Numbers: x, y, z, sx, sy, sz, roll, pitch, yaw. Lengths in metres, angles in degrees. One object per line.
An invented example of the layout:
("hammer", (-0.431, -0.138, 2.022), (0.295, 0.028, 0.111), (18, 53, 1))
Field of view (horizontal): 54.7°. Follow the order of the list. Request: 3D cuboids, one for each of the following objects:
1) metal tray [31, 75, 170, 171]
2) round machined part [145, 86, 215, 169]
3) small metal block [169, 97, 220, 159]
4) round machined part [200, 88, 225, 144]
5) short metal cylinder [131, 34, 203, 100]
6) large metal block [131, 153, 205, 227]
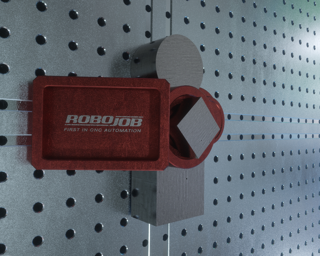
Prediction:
("metal tray", (-0.057, -0.004, 0.311), (0.131, 0.030, 0.089), (1, 89, -3))
("round machined part", (0.020, -0.001, 0.377), (0.099, 0.042, 0.097), (0, 90, -40))
("small metal block", (0.037, -0.001, 0.360), (0.050, 0.025, 0.050), (-49, 119, -29))
("round machined part", (0.055, -0.010, 0.442), (0.099, 0.042, 0.097), (0, 90, -40))
("short metal cylinder", (0.010, -0.075, 0.400), (0.081, 0.050, 0.080), (0, 90, -40))
("large metal block", (0.011, 0.073, 0.398), (0.081, 0.050, 0.080), (1, 90, -40))
